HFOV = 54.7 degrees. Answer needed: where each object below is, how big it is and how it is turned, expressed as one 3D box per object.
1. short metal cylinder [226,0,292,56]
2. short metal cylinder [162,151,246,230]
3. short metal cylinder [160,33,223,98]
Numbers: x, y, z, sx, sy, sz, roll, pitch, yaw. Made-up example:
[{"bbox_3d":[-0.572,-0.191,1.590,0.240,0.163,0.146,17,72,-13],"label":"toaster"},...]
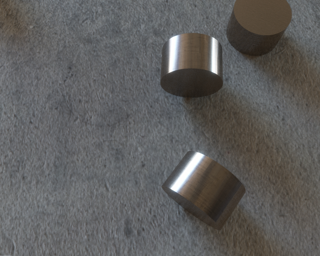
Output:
[{"bbox_3d":[0.143,-0.154,0.453,0.081,0.050,0.080,0,70,0],"label":"short metal cylinder"},{"bbox_3d":[0.049,0.071,0.354,0.080,0.080,0.050,35,74,11],"label":"short metal cylinder"},{"bbox_3d":[0.042,-0.080,0.409,0.081,0.080,0.050,3,70,1],"label":"short metal cylinder"}]
